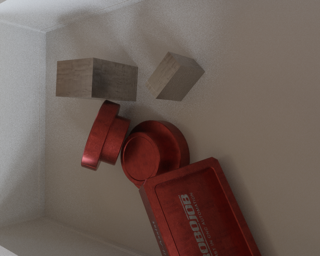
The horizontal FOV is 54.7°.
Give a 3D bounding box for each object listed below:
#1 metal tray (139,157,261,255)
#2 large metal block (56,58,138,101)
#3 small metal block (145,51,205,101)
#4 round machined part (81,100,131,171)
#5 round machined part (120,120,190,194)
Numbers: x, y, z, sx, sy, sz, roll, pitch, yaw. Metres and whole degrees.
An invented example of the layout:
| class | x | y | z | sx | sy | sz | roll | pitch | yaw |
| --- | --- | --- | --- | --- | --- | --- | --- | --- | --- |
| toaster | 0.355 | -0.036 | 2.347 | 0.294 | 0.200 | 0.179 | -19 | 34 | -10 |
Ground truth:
| class | x | y | z | sx | sy | sz | roll | pitch | yaw |
| --- | --- | --- | --- | --- | --- | --- | --- | --- | --- |
| metal tray | 0.042 | 0.105 | 0.326 | 0.030 | 0.091 | 0.130 | 120 | 131 | -63 |
| large metal block | -0.090 | -0.066 | 0.442 | 0.080 | 0.081 | 0.050 | 6 | 94 | 39 |
| small metal block | 0.018 | -0.060 | 0.374 | 0.050 | 0.050 | 0.025 | -51 | 61 | 28 |
| round machined part | -0.071 | 0.014 | 0.429 | 0.042 | 0.098 | 0.097 | 20 | 107 | -5 |
| round machined part | -0.013 | 0.039 | 0.405 | 0.098 | 0.042 | 0.097 | 0 | 90 | 39 |
